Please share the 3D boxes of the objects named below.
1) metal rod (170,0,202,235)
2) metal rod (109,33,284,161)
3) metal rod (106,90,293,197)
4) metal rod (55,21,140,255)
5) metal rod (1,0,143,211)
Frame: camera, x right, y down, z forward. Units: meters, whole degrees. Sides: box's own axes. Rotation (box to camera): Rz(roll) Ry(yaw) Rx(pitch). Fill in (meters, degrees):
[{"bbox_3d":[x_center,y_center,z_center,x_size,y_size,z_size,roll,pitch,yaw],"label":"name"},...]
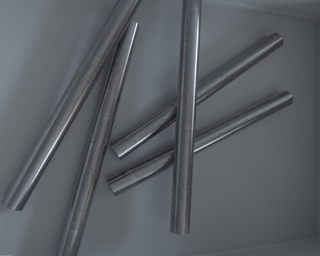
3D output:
[{"bbox_3d":[0.033,-0.018,0.394,0.025,0.025,0.298,4,89,-20],"label":"metal rod"},{"bbox_3d":[0.061,-0.052,0.432,0.301,0.025,0.025,-35,102,-17],"label":"metal rod"},{"bbox_3d":[0.068,0.014,0.435,0.302,0.025,0.025,-25,99,-18],"label":"metal rod"},{"bbox_3d":[-0.075,0.011,0.382,0.025,0.025,0.299,16,84,-19],"label":"metal rod"},{"bbox_3d":[-0.095,-0.044,0.362,0.025,0.025,0.299,30,85,-18],"label":"metal rod"}]
